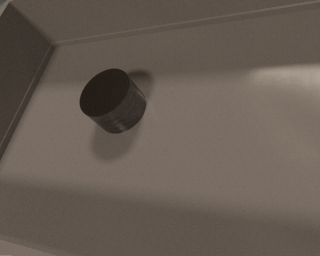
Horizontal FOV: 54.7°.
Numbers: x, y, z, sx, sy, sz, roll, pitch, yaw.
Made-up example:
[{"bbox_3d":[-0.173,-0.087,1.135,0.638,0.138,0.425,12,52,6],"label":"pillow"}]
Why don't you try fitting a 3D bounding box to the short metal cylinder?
[{"bbox_3d":[-0.067,-0.038,0.447,0.080,0.050,0.080,-13,56,20],"label":"short metal cylinder"}]
